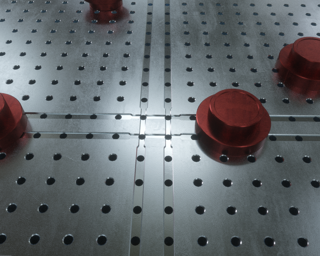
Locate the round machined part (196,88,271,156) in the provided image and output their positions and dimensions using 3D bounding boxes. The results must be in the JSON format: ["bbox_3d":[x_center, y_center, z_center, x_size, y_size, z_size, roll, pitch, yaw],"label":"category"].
[{"bbox_3d":[0.098,-0.015,0.410,0.099,0.042,0.098,0,50,0],"label":"round machined part"}]

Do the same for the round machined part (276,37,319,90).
[{"bbox_3d":[0.239,-0.108,0.490,0.099,0.042,0.098,0,50,0],"label":"round machined part"}]

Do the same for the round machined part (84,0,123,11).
[{"bbox_3d":[-0.112,-0.273,0.624,0.099,0.042,0.098,0,50,0],"label":"round machined part"}]

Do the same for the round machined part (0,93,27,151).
[{"bbox_3d":[-0.232,-0.014,0.405,0.099,0.042,0.098,0,50,0],"label":"round machined part"}]
